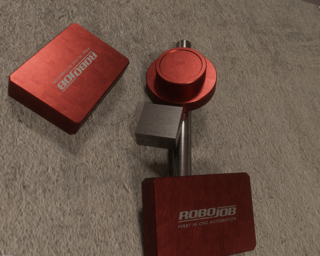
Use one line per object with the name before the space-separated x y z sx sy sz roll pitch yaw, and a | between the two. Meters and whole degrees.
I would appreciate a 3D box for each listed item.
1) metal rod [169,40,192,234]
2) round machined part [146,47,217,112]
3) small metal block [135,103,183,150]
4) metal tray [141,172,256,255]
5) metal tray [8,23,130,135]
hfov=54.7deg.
metal rod | 0.031 -0.010 0.428 0.025 0.025 0.300 17 55 -19
round machined part | 0.029 -0.074 0.429 0.099 0.042 0.098 -2 57 3
small metal block | 0.000 -0.003 0.393 0.050 0.025 0.050 7 53 11
metal tray | 0.046 0.098 0.349 0.131 0.030 0.090 2 80 -28
metal tray | -0.107 -0.065 0.384 0.090 0.030 0.130 34 51 -6
